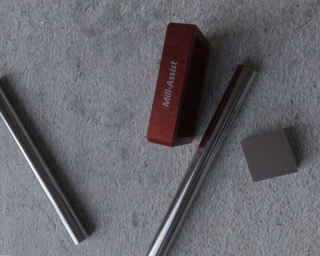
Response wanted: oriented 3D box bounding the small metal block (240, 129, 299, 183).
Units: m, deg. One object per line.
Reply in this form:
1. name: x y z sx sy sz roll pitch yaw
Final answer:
1. small metal block: 0.128 0.032 0.364 0.050 0.025 0.050 -18 84 19

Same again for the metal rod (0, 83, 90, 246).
1. metal rod: -0.195 0.043 0.477 0.025 0.025 0.299 -38 78 16

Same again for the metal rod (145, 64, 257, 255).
1. metal rod: 0.043 0.063 0.393 0.025 0.025 0.298 27 99 18

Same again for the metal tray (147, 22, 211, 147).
1. metal tray: 0.026 -0.046 0.365 0.030 0.090 0.129 12 94 20
